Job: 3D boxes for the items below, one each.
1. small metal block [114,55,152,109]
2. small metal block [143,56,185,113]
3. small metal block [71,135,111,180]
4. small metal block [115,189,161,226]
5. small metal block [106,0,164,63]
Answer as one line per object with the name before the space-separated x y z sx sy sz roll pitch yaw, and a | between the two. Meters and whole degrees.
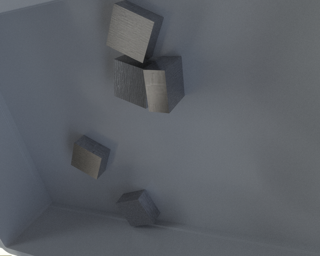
small metal block | -0.029 -0.058 0.382 0.050 0.025 0.050 23 128 25
small metal block | 0.006 -0.051 0.356 0.025 0.050 0.050 7 121 24
small metal block | -0.111 0.047 0.494 0.050 0.025 0.050 28 128 10
small metal block | -0.036 0.131 0.507 0.050 0.025 0.050 -19 108 35
small metal block | -0.030 -0.110 0.355 0.050 0.025 0.050 28 128 10
